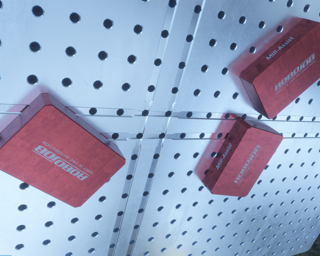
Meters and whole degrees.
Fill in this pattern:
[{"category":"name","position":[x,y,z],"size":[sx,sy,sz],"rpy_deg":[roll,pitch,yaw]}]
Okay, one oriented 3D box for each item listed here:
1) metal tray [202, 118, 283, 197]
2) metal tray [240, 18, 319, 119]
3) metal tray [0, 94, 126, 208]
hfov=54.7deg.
[{"category":"metal tray","position":[0.138,0.054,0.520],"size":[0.091,0.030,0.129],"rpy_deg":[13,111,-34]},{"category":"metal tray","position":[0.190,-0.086,0.462],"size":[0.130,0.030,0.090],"rpy_deg":[-41,130,-1]},{"category":"metal tray","position":[-0.115,0.032,0.366],"size":[0.090,0.030,0.130],"rpy_deg":[-44,130,2]}]
